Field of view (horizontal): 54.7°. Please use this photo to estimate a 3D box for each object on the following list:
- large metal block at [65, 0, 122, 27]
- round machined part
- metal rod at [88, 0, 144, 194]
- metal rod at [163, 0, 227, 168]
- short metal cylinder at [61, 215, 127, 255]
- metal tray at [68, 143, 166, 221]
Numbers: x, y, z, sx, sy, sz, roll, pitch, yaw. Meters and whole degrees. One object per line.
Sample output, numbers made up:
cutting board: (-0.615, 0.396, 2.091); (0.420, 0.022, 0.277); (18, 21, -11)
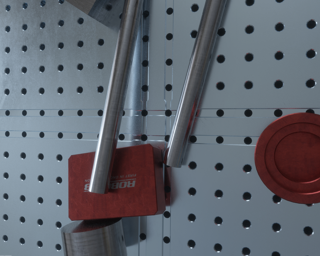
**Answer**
large metal block: (-0.096, -0.203, 0.432); (0.080, 0.050, 0.080); (36, 101, 16)
round machined part: (0.159, 0.032, 0.348); (0.098, 0.042, 0.097); (0, 90, 19)
metal rod: (-0.054, -0.065, 0.409); (0.025, 0.025, 0.298); (8, 85, 19)
metal rod: (0.053, -0.095, 0.393); (0.025, 0.025, 0.298); (16, 95, 19)
short metal cylinder: (-0.087, 0.152, 0.413); (0.080, 0.080, 0.050); (-10, 87, 19)
metal tray: (-0.061, 0.075, 0.421); (0.130, 0.030, 0.090); (-9, 75, 19)
